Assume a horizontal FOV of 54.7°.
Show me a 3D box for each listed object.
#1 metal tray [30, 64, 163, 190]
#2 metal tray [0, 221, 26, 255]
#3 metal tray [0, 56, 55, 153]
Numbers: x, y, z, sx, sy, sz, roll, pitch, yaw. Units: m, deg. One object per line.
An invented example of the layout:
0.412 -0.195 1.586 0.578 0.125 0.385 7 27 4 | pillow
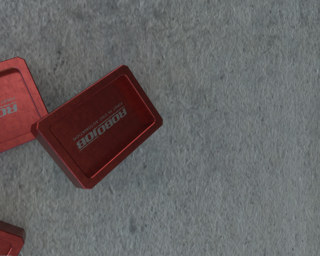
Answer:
-0.067 -0.004 0.362 0.131 0.030 0.090 -42 108 -30 | metal tray
-0.216 0.157 0.326 0.090 0.030 0.130 29 80 -18 | metal tray
-0.194 -0.013 0.334 0.131 0.030 0.090 -24 98 -19 | metal tray
